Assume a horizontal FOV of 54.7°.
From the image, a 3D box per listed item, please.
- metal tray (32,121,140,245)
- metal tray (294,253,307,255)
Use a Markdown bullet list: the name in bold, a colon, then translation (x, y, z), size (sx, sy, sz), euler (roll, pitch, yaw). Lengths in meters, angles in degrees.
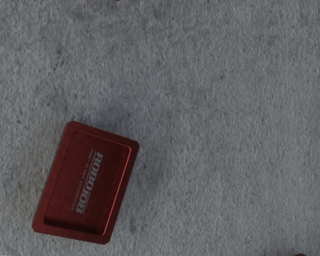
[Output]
- **metal tray**: translation (-0.088, 0.065, 0.374), size (0.091, 0.030, 0.129), euler (19, 83, -20)
- **metal tray**: translation (0.186, 0.258, 0.477), size (0.131, 0.030, 0.089), euler (-7, 93, -20)
